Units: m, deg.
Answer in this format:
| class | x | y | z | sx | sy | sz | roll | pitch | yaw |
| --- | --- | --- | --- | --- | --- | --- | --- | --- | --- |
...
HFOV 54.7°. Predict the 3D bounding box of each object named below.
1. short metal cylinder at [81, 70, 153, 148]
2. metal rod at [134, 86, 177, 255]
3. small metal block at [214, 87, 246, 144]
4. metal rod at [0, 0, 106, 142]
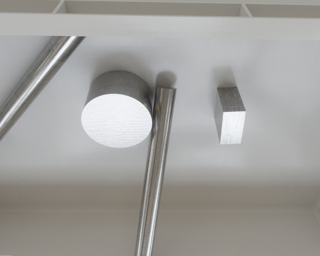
| class | x | y | z | sx | sy | sz | roll | pitch | yaw |
| --- | --- | --- | --- | --- | --- | --- | --- | --- | --- |
| short metal cylinder | -0.049 | -0.022 | 0.373 | 0.081 | 0.050 | 0.079 | 0 | 130 | 0 |
| metal rod | -0.012 | 0.094 | 0.407 | 0.025 | 0.025 | 0.298 | 6 | 104 | -6 |
| small metal block | 0.085 | -0.015 | 0.381 | 0.025 | 0.050 | 0.050 | -2 | 130 | 2 |
| metal rod | -0.165 | -0.038 | 0.373 | 0.025 | 0.025 | 0.299 | 35 | 122 | -27 |
